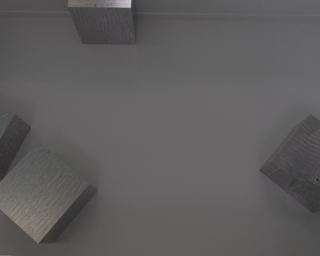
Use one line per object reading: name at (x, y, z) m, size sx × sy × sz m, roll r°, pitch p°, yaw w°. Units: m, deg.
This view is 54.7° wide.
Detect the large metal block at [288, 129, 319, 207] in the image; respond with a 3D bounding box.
large metal block at (0.199, 0.048, 0.327) m, size 0.080 × 0.050 × 0.080 m, roll 31°, pitch 73°, yaw 10°

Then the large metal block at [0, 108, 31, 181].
large metal block at (-0.227, 0.013, 0.390) m, size 0.080 × 0.050 × 0.080 m, roll 19°, pitch 71°, yaw 6°

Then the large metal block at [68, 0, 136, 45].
large metal block at (-0.077, -0.163, 0.439) m, size 0.080 × 0.080 × 0.050 m, roll 1°, pitch 70°, yaw 0°

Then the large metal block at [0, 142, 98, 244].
large metal block at (-0.135, 0.077, 0.367) m, size 0.080 × 0.050 × 0.080 m, roll 36°, pitch 74°, yaw 12°

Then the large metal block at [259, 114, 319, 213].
large metal block at (0.186, 0.044, 0.381) m, size 0.080 × 0.050 × 0.080 m, roll 41°, pitch 75°, yaw 13°
